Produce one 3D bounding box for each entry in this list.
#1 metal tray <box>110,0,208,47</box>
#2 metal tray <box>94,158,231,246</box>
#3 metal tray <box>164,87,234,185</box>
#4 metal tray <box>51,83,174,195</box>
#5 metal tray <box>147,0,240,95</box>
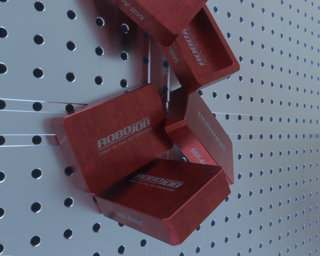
[{"bbox_3d":[-0.013,-0.170,0.365,0.130,0.030,0.090,39,63,-8],"label":"metal tray"},{"bbox_3d":[-0.001,0.072,0.342,0.091,0.130,0.030,-33,111,-35],"label":"metal tray"},{"bbox_3d":[0.060,0.012,0.432,0.130,0.030,0.090,50,32,-29],"label":"metal tray"},{"bbox_3d":[-0.049,0.008,0.367,0.131,0.030,0.089,-28,108,-37],"label":"metal tray"},{"bbox_3d":[0.043,-0.118,0.416,0.091,0.030,0.130,-26,87,-37],"label":"metal tray"}]
